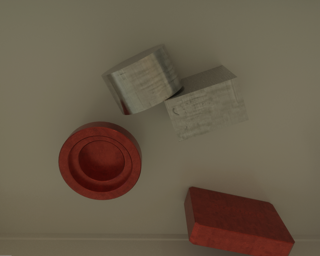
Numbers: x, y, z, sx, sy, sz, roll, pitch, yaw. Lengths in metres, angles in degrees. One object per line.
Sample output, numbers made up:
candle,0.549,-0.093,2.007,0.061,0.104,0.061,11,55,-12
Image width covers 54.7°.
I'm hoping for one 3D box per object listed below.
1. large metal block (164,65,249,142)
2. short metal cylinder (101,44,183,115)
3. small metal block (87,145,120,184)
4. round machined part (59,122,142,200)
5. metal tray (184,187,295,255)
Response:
large metal block,0.051,-0.032,0.371,0.080,0.080,0.050,-18,109,6
short metal cylinder,-0.020,-0.057,0.361,0.080,0.080,0.050,-24,109,8
small metal block,-0.075,0.052,0.430,0.050,0.025,0.050,-41,106,13
round machined part,-0.072,0.038,0.389,0.099,0.042,0.097,0,110,-1
metal tray,0.103,0.128,0.425,0.131,0.090,0.030,13,110,-5
